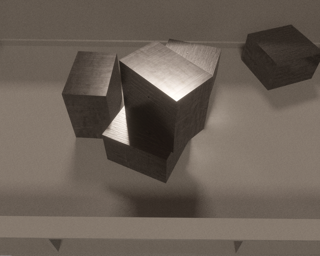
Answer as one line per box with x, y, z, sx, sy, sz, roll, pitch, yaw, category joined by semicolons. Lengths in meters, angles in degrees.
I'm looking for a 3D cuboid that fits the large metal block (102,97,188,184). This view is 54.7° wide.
-0.012;0.009;0.381;0.080;0.050;0.080;20;53;16;large metal block

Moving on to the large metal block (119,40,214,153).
0.005;-0.033;0.333;0.050;0.080;0.080;-36;59;-27;large metal block

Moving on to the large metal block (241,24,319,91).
0.188;-0.112;0.486;0.081;0.050;0.080;-16;52;-13;large metal block

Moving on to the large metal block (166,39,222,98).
0.040;-0.082;0.458;0.080;0.050;0.080;14;51;11;large metal block

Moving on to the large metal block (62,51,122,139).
-0.083;-0.042;0.404;0.050;0.080;0.080;3;50;2;large metal block
